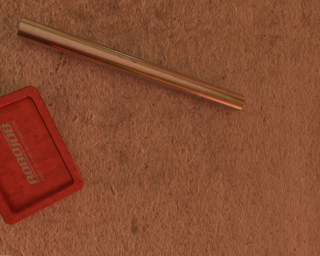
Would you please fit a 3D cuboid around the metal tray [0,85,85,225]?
[{"bbox_3d":[-0.155,0.029,0.349,0.091,0.030,0.129,-27,99,-18],"label":"metal tray"}]

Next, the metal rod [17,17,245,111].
[{"bbox_3d":[-0.021,-0.075,0.401,0.302,0.025,0.025,16,85,-20],"label":"metal rod"}]
